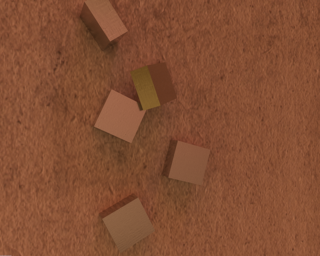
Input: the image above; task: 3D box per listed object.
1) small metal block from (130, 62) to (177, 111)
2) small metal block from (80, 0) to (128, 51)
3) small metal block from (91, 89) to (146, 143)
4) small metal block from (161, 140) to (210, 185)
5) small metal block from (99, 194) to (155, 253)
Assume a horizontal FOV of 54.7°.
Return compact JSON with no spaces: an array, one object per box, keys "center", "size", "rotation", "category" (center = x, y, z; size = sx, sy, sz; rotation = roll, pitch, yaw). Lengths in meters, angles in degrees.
[{"center":[-0.007,-0.054,0.393],"size":[0.050,0.025,0.050],"rotation":[-31,104,-59],"category":"small metal block"},{"center":[-0.068,-0.125,0.371],"size":[0.025,0.050,0.050],"rotation":[-36,102,-16],"category":"small metal block"},{"center":[-0.051,-0.014,0.391],"size":[0.050,0.025,0.050],"rotation":[26,81,-19],"category":"small metal block"},{"center":[0.036,0.047,0.423],"size":[0.050,0.025,0.050],"rotation":[17,84,-20],"category":"small metal block"},{"center":[-0.042,0.120,0.395],"size":[0.050,0.025,0.050],"rotation":[-28,100,-18],"category":"small metal block"}]
